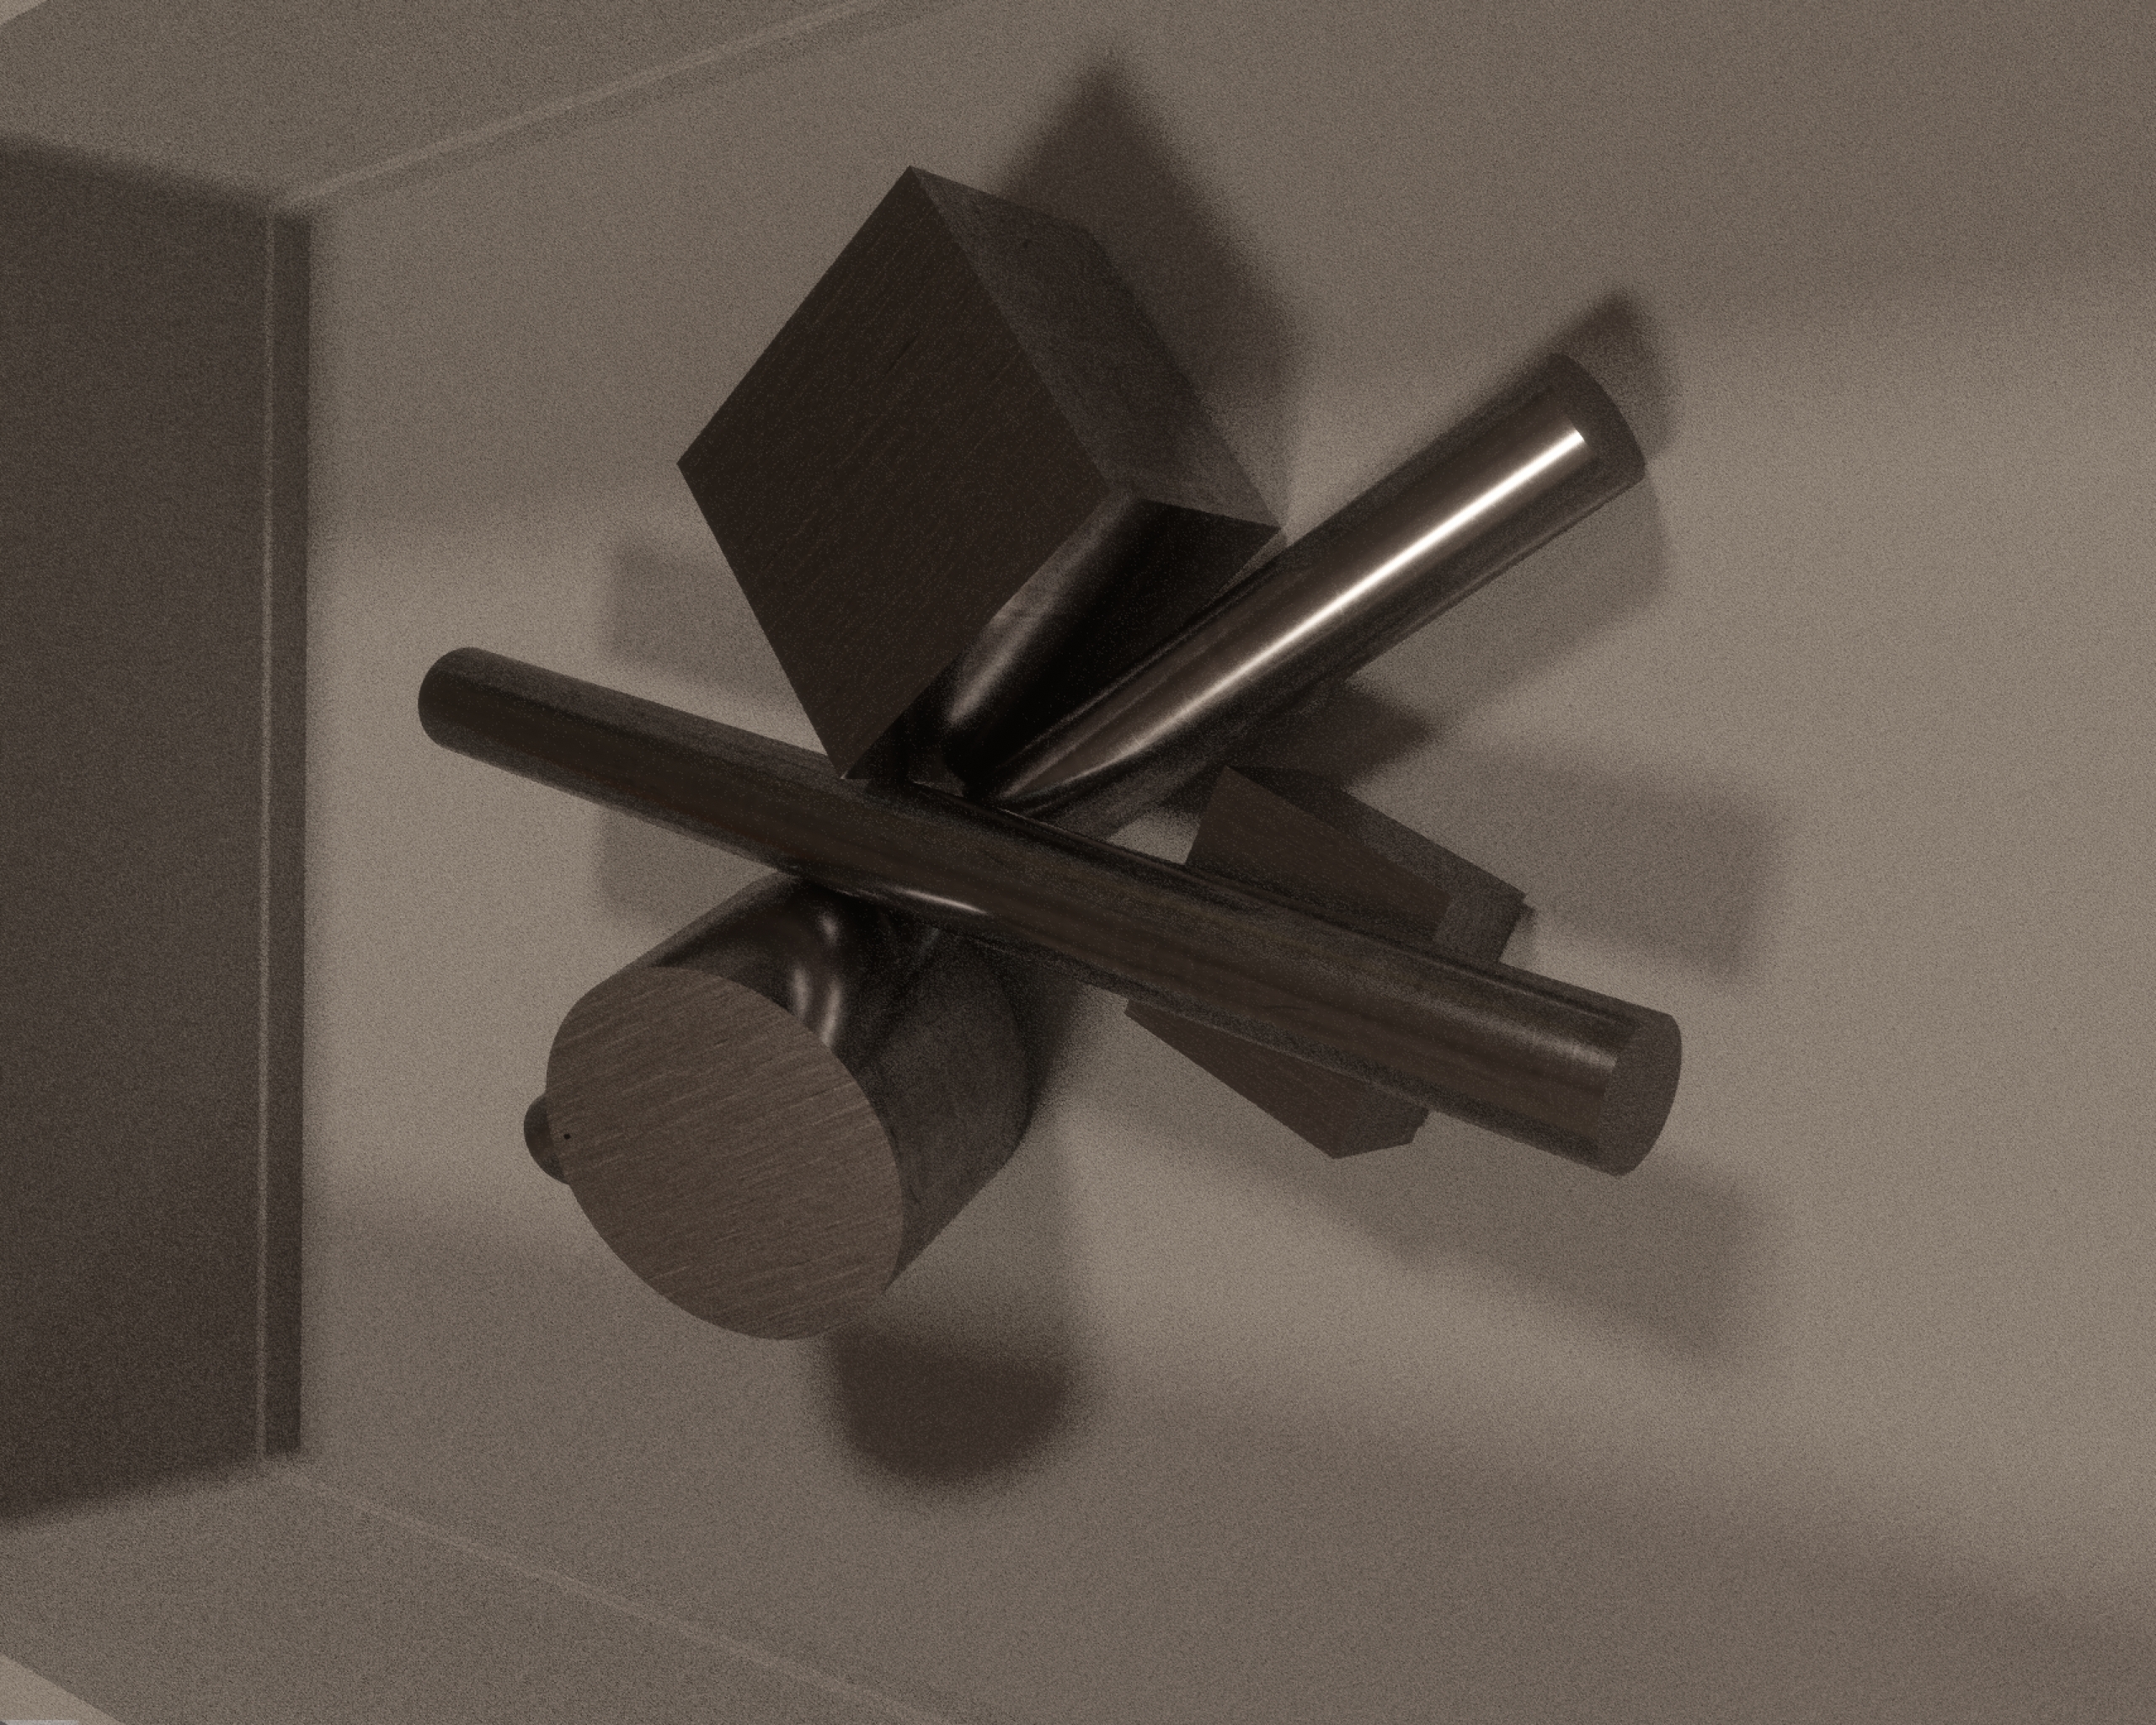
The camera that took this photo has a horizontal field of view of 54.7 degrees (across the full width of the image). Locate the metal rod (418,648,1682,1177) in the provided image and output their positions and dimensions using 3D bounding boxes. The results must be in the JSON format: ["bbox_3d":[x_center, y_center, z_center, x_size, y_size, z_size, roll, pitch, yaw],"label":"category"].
[{"bbox_3d":[-0.031,-0.002,0.395,0.300,0.025,0.025,18,101,38],"label":"metal rod"}]

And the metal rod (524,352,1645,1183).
[{"bbox_3d":[-0.020,-0.003,0.418,0.299,0.025,0.025,-34,69,34],"label":"metal rod"}]

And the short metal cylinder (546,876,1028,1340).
[{"bbox_3d":[-0.057,0.047,0.415,0.080,0.050,0.079,11,116,23],"label":"short metal cylinder"}]

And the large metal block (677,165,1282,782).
[{"bbox_3d":[-0.021,-0.071,0.403,0.080,0.050,0.080,-43,64,31],"label":"large metal block"}]

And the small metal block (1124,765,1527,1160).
[{"bbox_3d":[0.042,0.016,0.366,0.050,0.025,0.050,33,110,34],"label":"small metal block"}]
